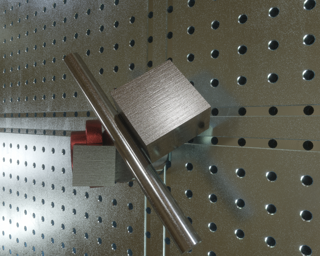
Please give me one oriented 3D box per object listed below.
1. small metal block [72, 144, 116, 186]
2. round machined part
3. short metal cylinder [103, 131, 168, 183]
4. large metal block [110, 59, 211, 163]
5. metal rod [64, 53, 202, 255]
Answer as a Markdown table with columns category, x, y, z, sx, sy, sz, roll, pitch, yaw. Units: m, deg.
| category | x | y | z | sx | sy | sz | roll | pitch | yaw |
| --- | --- | --- | --- | --- | --- | --- | --- | --- | --- |
| small metal block | -0.082 | 0.046 | 0.388 | 0.025 | 0.050 | 0.050 | -166 | 78 | -80 |
| round machined part | -0.104 | 0.037 | 0.446 | 0.098 | 0.042 | 0.097 | 177 | 89 | -78 |
| short metal cylinder | -0.036 | 0.031 | 0.418 | 0.080 | 0.050 | 0.079 | 0 | 90 | 40 |
| large metal block | 0.001 | -0.020 | 0.359 | 0.080 | 0.050 | 0.080 | -31 | 63 | -11 |
| metal rod | -0.047 | 0.012 | 0.378 | 0.025 | 0.025 | 0.300 | -51 | 61 | 28 |
